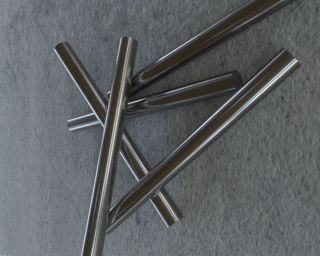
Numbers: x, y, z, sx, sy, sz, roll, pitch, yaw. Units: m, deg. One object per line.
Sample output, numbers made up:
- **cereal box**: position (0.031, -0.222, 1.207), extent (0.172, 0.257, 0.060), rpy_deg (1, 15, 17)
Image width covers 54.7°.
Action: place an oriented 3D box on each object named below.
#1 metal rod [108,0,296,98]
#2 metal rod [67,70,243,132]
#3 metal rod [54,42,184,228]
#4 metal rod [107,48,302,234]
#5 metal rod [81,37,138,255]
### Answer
- **metal rod**: position (0.042, -0.096, 0.368), extent (0.299, 0.025, 0.025), rpy_deg (-25, 75, 37)
- **metal rod**: position (-0.031, -0.028, 0.428), extent (0.300, 0.025, 0.025), rpy_deg (-11, 83, 39)
- **metal rod**: position (-0.064, -0.001, 0.425), extent (0.025, 0.025, 0.299), rpy_deg (-44, 73, 31)
- **metal rod**: position (0.028, 0.029, 0.352), extent (0.299, 0.025, 0.025), rpy_deg (-45, 63, 21)
- **metal rod**: position (-0.064, 0.028, 0.393), extent (0.025, 0.025, 0.299), rpy_deg (0, 77, 39)
